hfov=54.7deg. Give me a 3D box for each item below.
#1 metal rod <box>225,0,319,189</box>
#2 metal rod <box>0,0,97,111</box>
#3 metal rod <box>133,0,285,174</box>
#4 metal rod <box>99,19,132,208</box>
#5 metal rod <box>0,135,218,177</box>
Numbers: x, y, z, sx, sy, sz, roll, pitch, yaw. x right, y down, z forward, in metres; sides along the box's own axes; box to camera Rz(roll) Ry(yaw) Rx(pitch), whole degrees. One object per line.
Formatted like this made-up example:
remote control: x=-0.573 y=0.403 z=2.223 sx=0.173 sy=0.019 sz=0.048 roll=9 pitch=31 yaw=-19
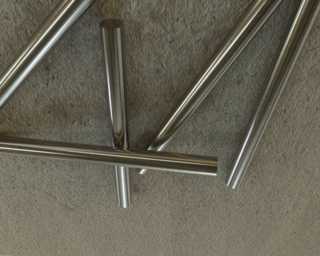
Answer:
metal rod: x=0.131 y=-0.028 z=0.385 sx=0.025 sy=0.025 sz=0.298 roll=5 pitch=130 yaw=-5
metal rod: x=-0.168 y=-0.057 z=0.356 sx=0.299 sy=0.025 sz=0.025 roll=-37 pitch=122 yaw=26
metal rod: x=0.044 y=-0.042 z=0.372 sx=0.025 sy=0.025 sz=0.298 roll=23 pitch=126 yaw=-19
metal rod: x=-0.054 y=0.007 z=0.412 sx=0.025 sy=0.025 sz=0.298 roll=1 pitch=130 yaw=-1
metal rod: x=-0.078 y=0.035 z=0.406 sx=0.302 sy=0.025 sz=0.025 roll=5 pitch=131 yaw=7
